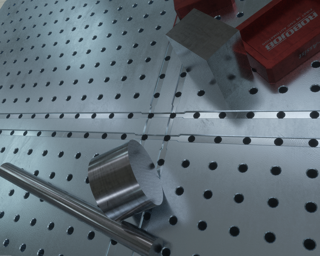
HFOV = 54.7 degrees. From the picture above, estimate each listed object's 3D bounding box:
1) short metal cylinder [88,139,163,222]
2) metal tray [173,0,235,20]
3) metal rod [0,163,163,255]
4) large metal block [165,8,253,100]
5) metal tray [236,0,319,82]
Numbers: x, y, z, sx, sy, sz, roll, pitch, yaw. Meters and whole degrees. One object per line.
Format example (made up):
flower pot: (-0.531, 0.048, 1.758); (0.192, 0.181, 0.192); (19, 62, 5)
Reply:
short metal cylinder: (-0.038, 0.060, 0.356); (0.050, 0.080, 0.080); (-26, 53, 12)
metal tray: (0.067, -0.244, 0.520); (0.090, 0.030, 0.130); (-16, 55, 18)
metal rod: (-0.126, 0.098, 0.413); (0.300, 0.025, 0.025); (14, 69, 33)
large metal block: (0.064, -0.094, 0.397); (0.050, 0.080, 0.080); (-44, 51, -2)
metal tray: (0.166, -0.127, 0.396); (0.130, 0.030, 0.090); (-36, 51, 4)
